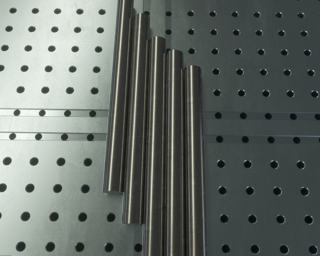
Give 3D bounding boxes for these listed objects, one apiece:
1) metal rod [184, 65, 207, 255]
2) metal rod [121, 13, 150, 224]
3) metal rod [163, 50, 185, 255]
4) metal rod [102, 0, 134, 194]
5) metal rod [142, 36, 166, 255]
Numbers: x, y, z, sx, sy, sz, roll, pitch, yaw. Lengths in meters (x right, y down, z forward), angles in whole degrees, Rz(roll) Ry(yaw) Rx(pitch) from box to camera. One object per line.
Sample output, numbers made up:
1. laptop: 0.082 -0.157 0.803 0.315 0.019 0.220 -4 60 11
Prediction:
1. metal rod: 0.044 0.057 0.390 0.025 0.025 0.299 1 70 0
2. metal rod: -0.030 -0.026 0.420 0.025 0.025 0.299 1 70 0
3. metal rod: 0.019 0.033 0.399 0.025 0.025 0.299 1 70 0
4. metal rod: -0.056 -0.061 0.433 0.025 0.025 0.299 1 70 0
5. metal rod: -0.006 0.012 0.406 0.025 0.025 0.299 1 70 0
